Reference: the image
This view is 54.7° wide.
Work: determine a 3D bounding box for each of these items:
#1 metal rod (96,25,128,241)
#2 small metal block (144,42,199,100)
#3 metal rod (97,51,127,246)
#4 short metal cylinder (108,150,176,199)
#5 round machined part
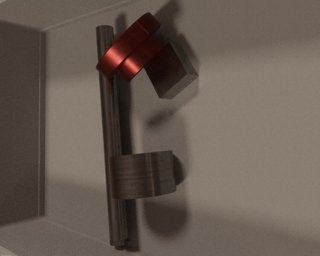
[{"bbox_3d":[-0.068,0.004,0.439,0.025,0.025,0.298,-8,85,39],"label":"metal rod"},{"bbox_3d":[0.013,-0.072,0.394,0.050,0.025,0.050,-39,67,33],"label":"small metal block"},{"bbox_3d":[-0.072,0.021,0.463,0.025,0.025,0.298,-7,85,39],"label":"metal rod"},{"bbox_3d":[-0.022,0.057,0.387,0.080,0.081,0.050,-10,84,39],"label":"short metal cylinder"},{"bbox_3d":[-0.032,-0.096,0.396,0.042,0.098,0.098,44,123,-10],"label":"round machined part"}]
